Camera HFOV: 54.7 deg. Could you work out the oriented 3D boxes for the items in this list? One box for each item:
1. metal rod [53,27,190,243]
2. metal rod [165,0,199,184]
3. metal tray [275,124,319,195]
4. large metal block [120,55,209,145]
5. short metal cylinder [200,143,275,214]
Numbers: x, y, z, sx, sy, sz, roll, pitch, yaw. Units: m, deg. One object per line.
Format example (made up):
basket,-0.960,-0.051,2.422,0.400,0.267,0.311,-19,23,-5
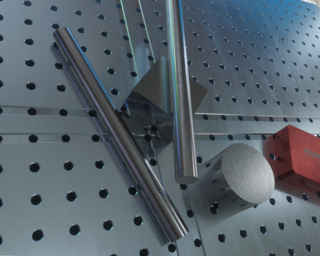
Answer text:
metal rod,-0.054,-0.002,0.379,0.025,0.025,0.299,-22,74,-36
metal rod,0.024,-0.074,0.401,0.025,0.025,0.299,12,57,-22
metal tray,0.252,0.058,0.506,0.131,0.030,0.090,21,54,-16
large metal block,0.007,-0.038,0.419,0.080,0.050,0.080,37,51,-4
short metal cylinder,0.101,0.066,0.406,0.081,0.050,0.080,14,56,-21
